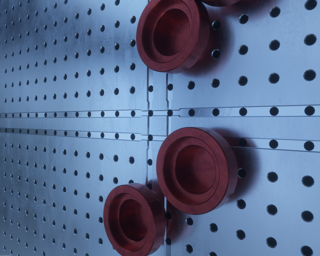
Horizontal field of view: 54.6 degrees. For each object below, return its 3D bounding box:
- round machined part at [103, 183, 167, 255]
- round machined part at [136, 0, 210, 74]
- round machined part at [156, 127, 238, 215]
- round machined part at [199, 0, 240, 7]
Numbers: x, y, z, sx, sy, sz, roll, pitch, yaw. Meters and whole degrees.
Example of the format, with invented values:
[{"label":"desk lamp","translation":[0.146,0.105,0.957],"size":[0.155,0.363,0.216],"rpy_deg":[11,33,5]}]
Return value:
[{"label":"round machined part","translation":[-0.030,0.124,0.424],"size":[0.098,0.042,0.097],"rpy_deg":[0,90,40]},{"label":"round machined part","translation":[0.020,-0.115,0.383],"size":[0.098,0.042,0.097],"rpy_deg":[0,90,40]},{"label":"round machined part","translation":[0.046,0.047,0.361],"size":[0.098,0.042,0.097],"rpy_deg":[0,90,40]},{"label":"round machined part","translation":[0.075,-0.181,0.336],"size":[0.098,0.042,0.097],"rpy_deg":[-1,89,38]}]
